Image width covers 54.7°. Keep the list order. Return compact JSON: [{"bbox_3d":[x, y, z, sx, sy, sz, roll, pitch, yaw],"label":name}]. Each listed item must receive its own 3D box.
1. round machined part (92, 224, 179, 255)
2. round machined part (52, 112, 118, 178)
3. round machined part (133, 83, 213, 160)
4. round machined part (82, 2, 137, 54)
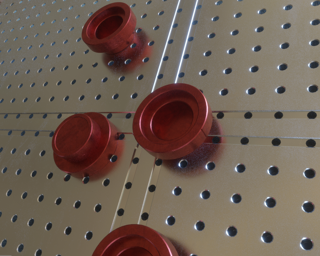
[{"bbox_3d":[-0.023,0.152,0.315,0.098,0.042,0.098,-13,56,20],"label":"round machined part"},{"bbox_3d":[-0.114,0.018,0.444,0.098,0.042,0.098,-13,56,20],"label":"round machined part"},{"bbox_3d":[0.019,-0.005,0.389,0.098,0.042,0.098,-13,56,20],"label":"round machined part"},{"bbox_3d":[-0.084,-0.169,0.543,0.098,0.042,0.098,-13,56,20],"label":"round machined part"}]
